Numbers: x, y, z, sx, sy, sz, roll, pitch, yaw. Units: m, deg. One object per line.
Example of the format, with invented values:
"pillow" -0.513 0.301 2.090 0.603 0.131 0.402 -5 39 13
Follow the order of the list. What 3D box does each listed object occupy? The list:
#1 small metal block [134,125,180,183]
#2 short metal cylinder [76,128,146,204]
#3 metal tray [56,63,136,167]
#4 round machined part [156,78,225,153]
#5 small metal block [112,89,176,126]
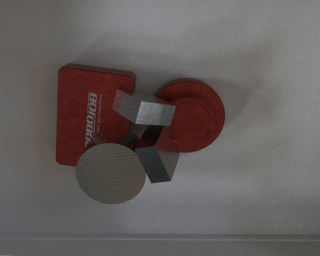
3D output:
"small metal block" -0.001 0.029 0.365 0.025 0.050 0.050 -12 118 24
"short metal cylinder" -0.057 0.045 0.380 0.081 0.050 0.079 0 110 -1
"metal tray" -0.083 -0.012 0.399 0.091 0.030 0.129 7 110 -3
"round machined part" 0.034 -0.012 0.396 0.099 0.042 0.097 0 110 -1
"small metal block" -0.019 -0.024 0.360 0.050 0.050 0.025 3 109 -41
